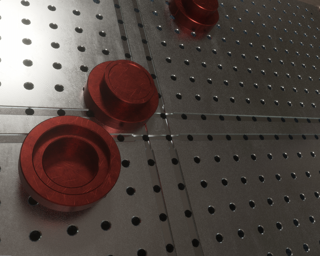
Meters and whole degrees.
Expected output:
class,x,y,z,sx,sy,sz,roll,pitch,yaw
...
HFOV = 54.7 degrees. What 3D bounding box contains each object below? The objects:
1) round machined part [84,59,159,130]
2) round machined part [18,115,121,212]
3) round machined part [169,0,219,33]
class,x,y,z,sx,sy,sz,roll,pitch,yaw
round machined part,-0.046,-0.050,0.404,0.099,0.042,0.098,14,56,-21
round machined part,-0.094,0.039,0.323,0.099,0.042,0.098,14,56,-21
round machined part,0.069,-0.228,0.576,0.099,0.042,0.098,14,56,-21
